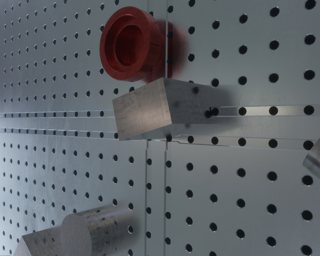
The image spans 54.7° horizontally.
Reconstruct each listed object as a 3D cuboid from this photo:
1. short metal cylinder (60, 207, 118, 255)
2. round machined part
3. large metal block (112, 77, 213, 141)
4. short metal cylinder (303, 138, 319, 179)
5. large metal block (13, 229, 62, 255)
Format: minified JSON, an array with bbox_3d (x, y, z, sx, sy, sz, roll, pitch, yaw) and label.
[{"bbox_3d":[-0.112,0.170,0.486,0.080,0.050,0.080,0,90,40],"label":"short metal cylinder"},{"bbox_3d":[-0.036,-0.112,0.428,0.098,0.042,0.097,0,90,40],"label":"round machined part"},{"bbox_3d":[0.003,-0.019,0.371,0.080,0.081,0.050,-18,79,38],"label":"large metal block"},{"bbox_3d":[0.161,0.017,0.241,0.050,0.081,0.080,45,117,30],"label":"short metal cylinder"},{"bbox_3d":[-0.233,0.255,0.586,0.080,0.050,0.080,44,116,31],"label":"large metal block"}]
